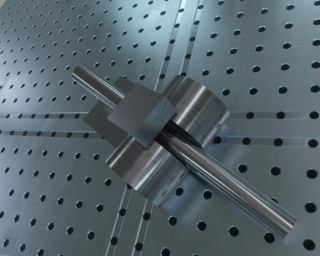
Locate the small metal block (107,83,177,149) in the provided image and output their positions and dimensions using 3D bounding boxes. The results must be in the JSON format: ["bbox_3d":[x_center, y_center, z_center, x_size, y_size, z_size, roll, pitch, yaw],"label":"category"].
[{"bbox_3d":[-0.020,-0.014,0.321,0.050,0.025,0.050,-51,43,-8],"label":"small metal block"}]

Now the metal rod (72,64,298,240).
[{"bbox_3d":[0.008,0.011,0.342,0.300,0.025,0.025,37,82,23],"label":"metal rod"}]

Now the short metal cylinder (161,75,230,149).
[{"bbox_3d":[0.033,-0.016,0.362,0.080,0.080,0.050,31,79,38],"label":"short metal cylinder"}]

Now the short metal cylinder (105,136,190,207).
[{"bbox_3d":[-0.014,0.044,0.349,0.080,0.080,0.050,34,81,38],"label":"short metal cylinder"}]

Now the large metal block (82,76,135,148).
[{"bbox_3d":[-0.042,-0.012,0.414,0.080,0.050,0.080,33,80,38],"label":"large metal block"}]
